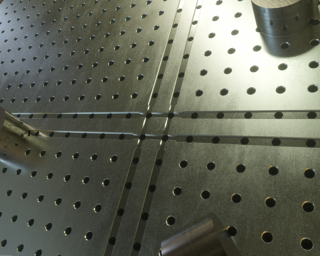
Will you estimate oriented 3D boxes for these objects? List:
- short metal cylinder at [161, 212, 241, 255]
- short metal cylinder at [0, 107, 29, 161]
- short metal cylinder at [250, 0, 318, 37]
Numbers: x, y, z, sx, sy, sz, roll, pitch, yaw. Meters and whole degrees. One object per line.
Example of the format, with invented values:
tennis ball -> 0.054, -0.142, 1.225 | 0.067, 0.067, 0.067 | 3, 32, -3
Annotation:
short metal cylinder -> 0.044, 0.123, 0.274 | 0.050, 0.080, 0.080 | -31, 52, 8
short metal cylinder -> -0.275, 0.010, 0.527 | 0.080, 0.050, 0.080 | -13, 56, 20
short metal cylinder -> 0.164, -0.169, 0.409 | 0.080, 0.050, 0.080 | -13, 56, 20
